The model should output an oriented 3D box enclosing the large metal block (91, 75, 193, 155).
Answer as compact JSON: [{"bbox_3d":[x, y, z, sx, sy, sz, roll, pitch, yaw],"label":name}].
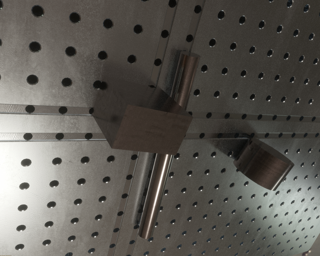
[{"bbox_3d":[-0.023,-0.015,0.355,0.081,0.080,0.050,9,114,-33],"label":"large metal block"}]

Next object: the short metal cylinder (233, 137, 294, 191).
[{"bbox_3d":[0.169,0.057,0.506,0.080,0.080,0.050,19,108,-36],"label":"short metal cylinder"}]

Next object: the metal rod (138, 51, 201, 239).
[{"bbox_3d":[0.007,0.041,0.441,0.025,0.025,0.298,-2,119,-28],"label":"metal rod"}]
